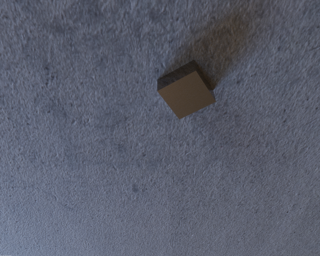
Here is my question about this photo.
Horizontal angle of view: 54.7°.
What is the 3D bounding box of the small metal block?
[{"bbox_3d":[0.032,-0.045,0.370,0.050,0.025,0.050,-26,126,20],"label":"small metal block"}]
